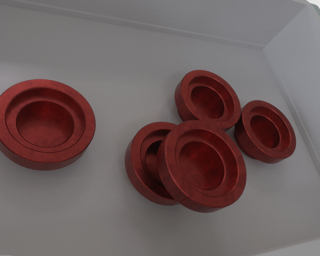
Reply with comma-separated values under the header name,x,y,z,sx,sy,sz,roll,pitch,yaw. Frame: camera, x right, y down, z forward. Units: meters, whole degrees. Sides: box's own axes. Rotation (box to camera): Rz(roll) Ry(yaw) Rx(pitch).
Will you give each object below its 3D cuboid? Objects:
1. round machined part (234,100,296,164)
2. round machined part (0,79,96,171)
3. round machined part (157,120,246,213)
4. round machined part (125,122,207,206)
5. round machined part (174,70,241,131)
name,x,y,z,sx,sy,sz,roll,pitch,yaw
round machined part,0.153,0.010,0.471,0.099,0.042,0.098,14,56,-21
round machined part,-0.122,0.000,0.329,0.099,0.042,0.098,14,56,-21
round machined part,0.041,0.044,0.336,0.099,0.042,0.098,14,56,-21
round machined part,0.004,0.045,0.369,0.099,0.042,0.098,14,56,-21
round machined part,0.064,-0.033,0.449,0.099,0.042,0.098,14,56,-21
